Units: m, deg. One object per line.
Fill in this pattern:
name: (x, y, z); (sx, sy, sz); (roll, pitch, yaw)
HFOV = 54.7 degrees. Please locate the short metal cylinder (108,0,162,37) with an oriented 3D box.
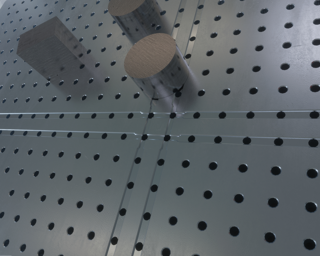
short metal cylinder: (-0.043, -0.207, 0.542); (0.080, 0.050, 0.080); (-13, 56, 21)

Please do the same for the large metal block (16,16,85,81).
large metal block: (-0.195, -0.141, 0.562); (0.080, 0.080, 0.050); (-20, 54, 16)

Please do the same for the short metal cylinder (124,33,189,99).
short metal cylinder: (-0.004, -0.090, 0.450); (0.080, 0.050, 0.080); (-13, 56, 21)
